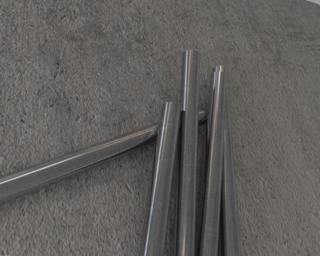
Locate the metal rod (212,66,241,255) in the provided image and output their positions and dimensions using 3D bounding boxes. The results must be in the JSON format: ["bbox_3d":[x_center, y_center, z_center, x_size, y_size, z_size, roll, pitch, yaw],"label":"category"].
[{"bbox_3d":[0.090,0.031,0.432,0.025,0.025,0.300,17,55,-19],"label":"metal rod"}]

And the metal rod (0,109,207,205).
[{"bbox_3d":[-0.059,0.026,0.356,0.302,0.025,0.025,-20,72,-35],"label":"metal rod"}]

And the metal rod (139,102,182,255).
[{"bbox_3d":[-0.005,0.104,0.319,0.025,0.025,0.300,19,60,-18],"label":"metal rod"}]

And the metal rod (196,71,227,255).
[{"bbox_3d":[0.067,0.049,0.397,0.025,0.025,0.300,20,58,-17],"label":"metal rod"}]

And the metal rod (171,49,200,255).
[{"bbox_3d":[0.033,0.032,0.377,0.025,0.025,0.299,15,63,-20],"label":"metal rod"}]
